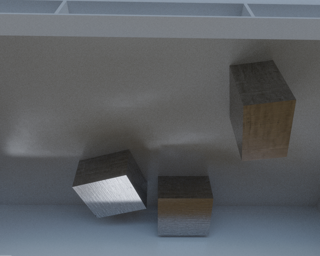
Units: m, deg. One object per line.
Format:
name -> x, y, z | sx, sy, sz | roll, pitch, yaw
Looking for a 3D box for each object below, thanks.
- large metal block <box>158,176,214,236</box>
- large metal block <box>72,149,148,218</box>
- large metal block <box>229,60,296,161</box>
large metal block -> 0.037, 0.123, 0.490 | 0.081, 0.050, 0.079 | 0, 121, -1
large metal block -> -0.071, 0.085, 0.464 | 0.080, 0.050, 0.080 | -14, 129, 11
large metal block -> 0.112, -0.020, 0.356 | 0.050, 0.080, 0.080 | -7, 130, 5
